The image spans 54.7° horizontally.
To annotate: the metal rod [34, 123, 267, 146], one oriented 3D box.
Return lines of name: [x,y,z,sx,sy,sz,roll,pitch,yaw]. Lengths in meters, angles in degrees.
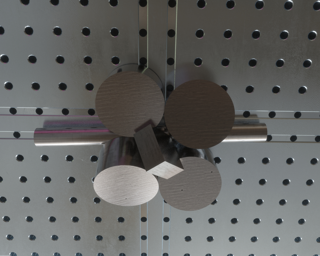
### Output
metal rod: [-0.012,0.009,0.412,0.302,0.025,0.025,-1,110,0]

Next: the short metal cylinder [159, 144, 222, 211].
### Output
short metal cylinder: [0.039,0.064,0.420,0.081,0.050,0.079,0,110,0]

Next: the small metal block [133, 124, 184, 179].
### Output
small metal block: [-0.001,0.029,0.369,0.025,0.050,0.050,-32,149,17]

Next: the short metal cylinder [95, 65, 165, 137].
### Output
short metal cylinder: [-0.035,-0.035,0.383,0.081,0.050,0.079,0,110,0]

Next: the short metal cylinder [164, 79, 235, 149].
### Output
short metal cylinder: [0.045,-0.015,0.377,0.081,0.050,0.080,0,87,0]

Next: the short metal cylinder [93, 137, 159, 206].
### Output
short metal cylinder: [-0.042,0.057,0.404,0.081,0.050,0.079,-1,130,-1]
